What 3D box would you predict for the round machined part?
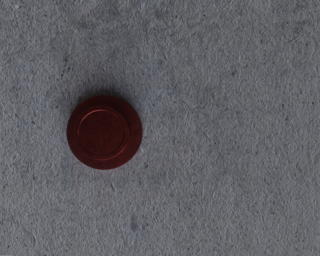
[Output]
[{"bbox_3d":[-0.072,0.006,0.401,0.099,0.042,0.097,0,90,0],"label":"round machined part"}]
